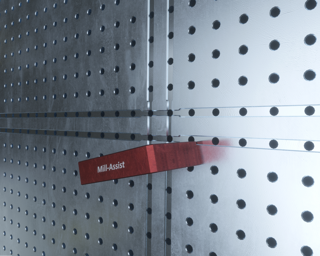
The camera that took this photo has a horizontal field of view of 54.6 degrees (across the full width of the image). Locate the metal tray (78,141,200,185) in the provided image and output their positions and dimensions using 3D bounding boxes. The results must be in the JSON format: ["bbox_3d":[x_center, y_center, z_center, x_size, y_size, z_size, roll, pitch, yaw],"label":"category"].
[{"bbox_3d":[-0.028,0.045,0.390,0.130,0.091,0.030,-16,80,39],"label":"metal tray"}]
